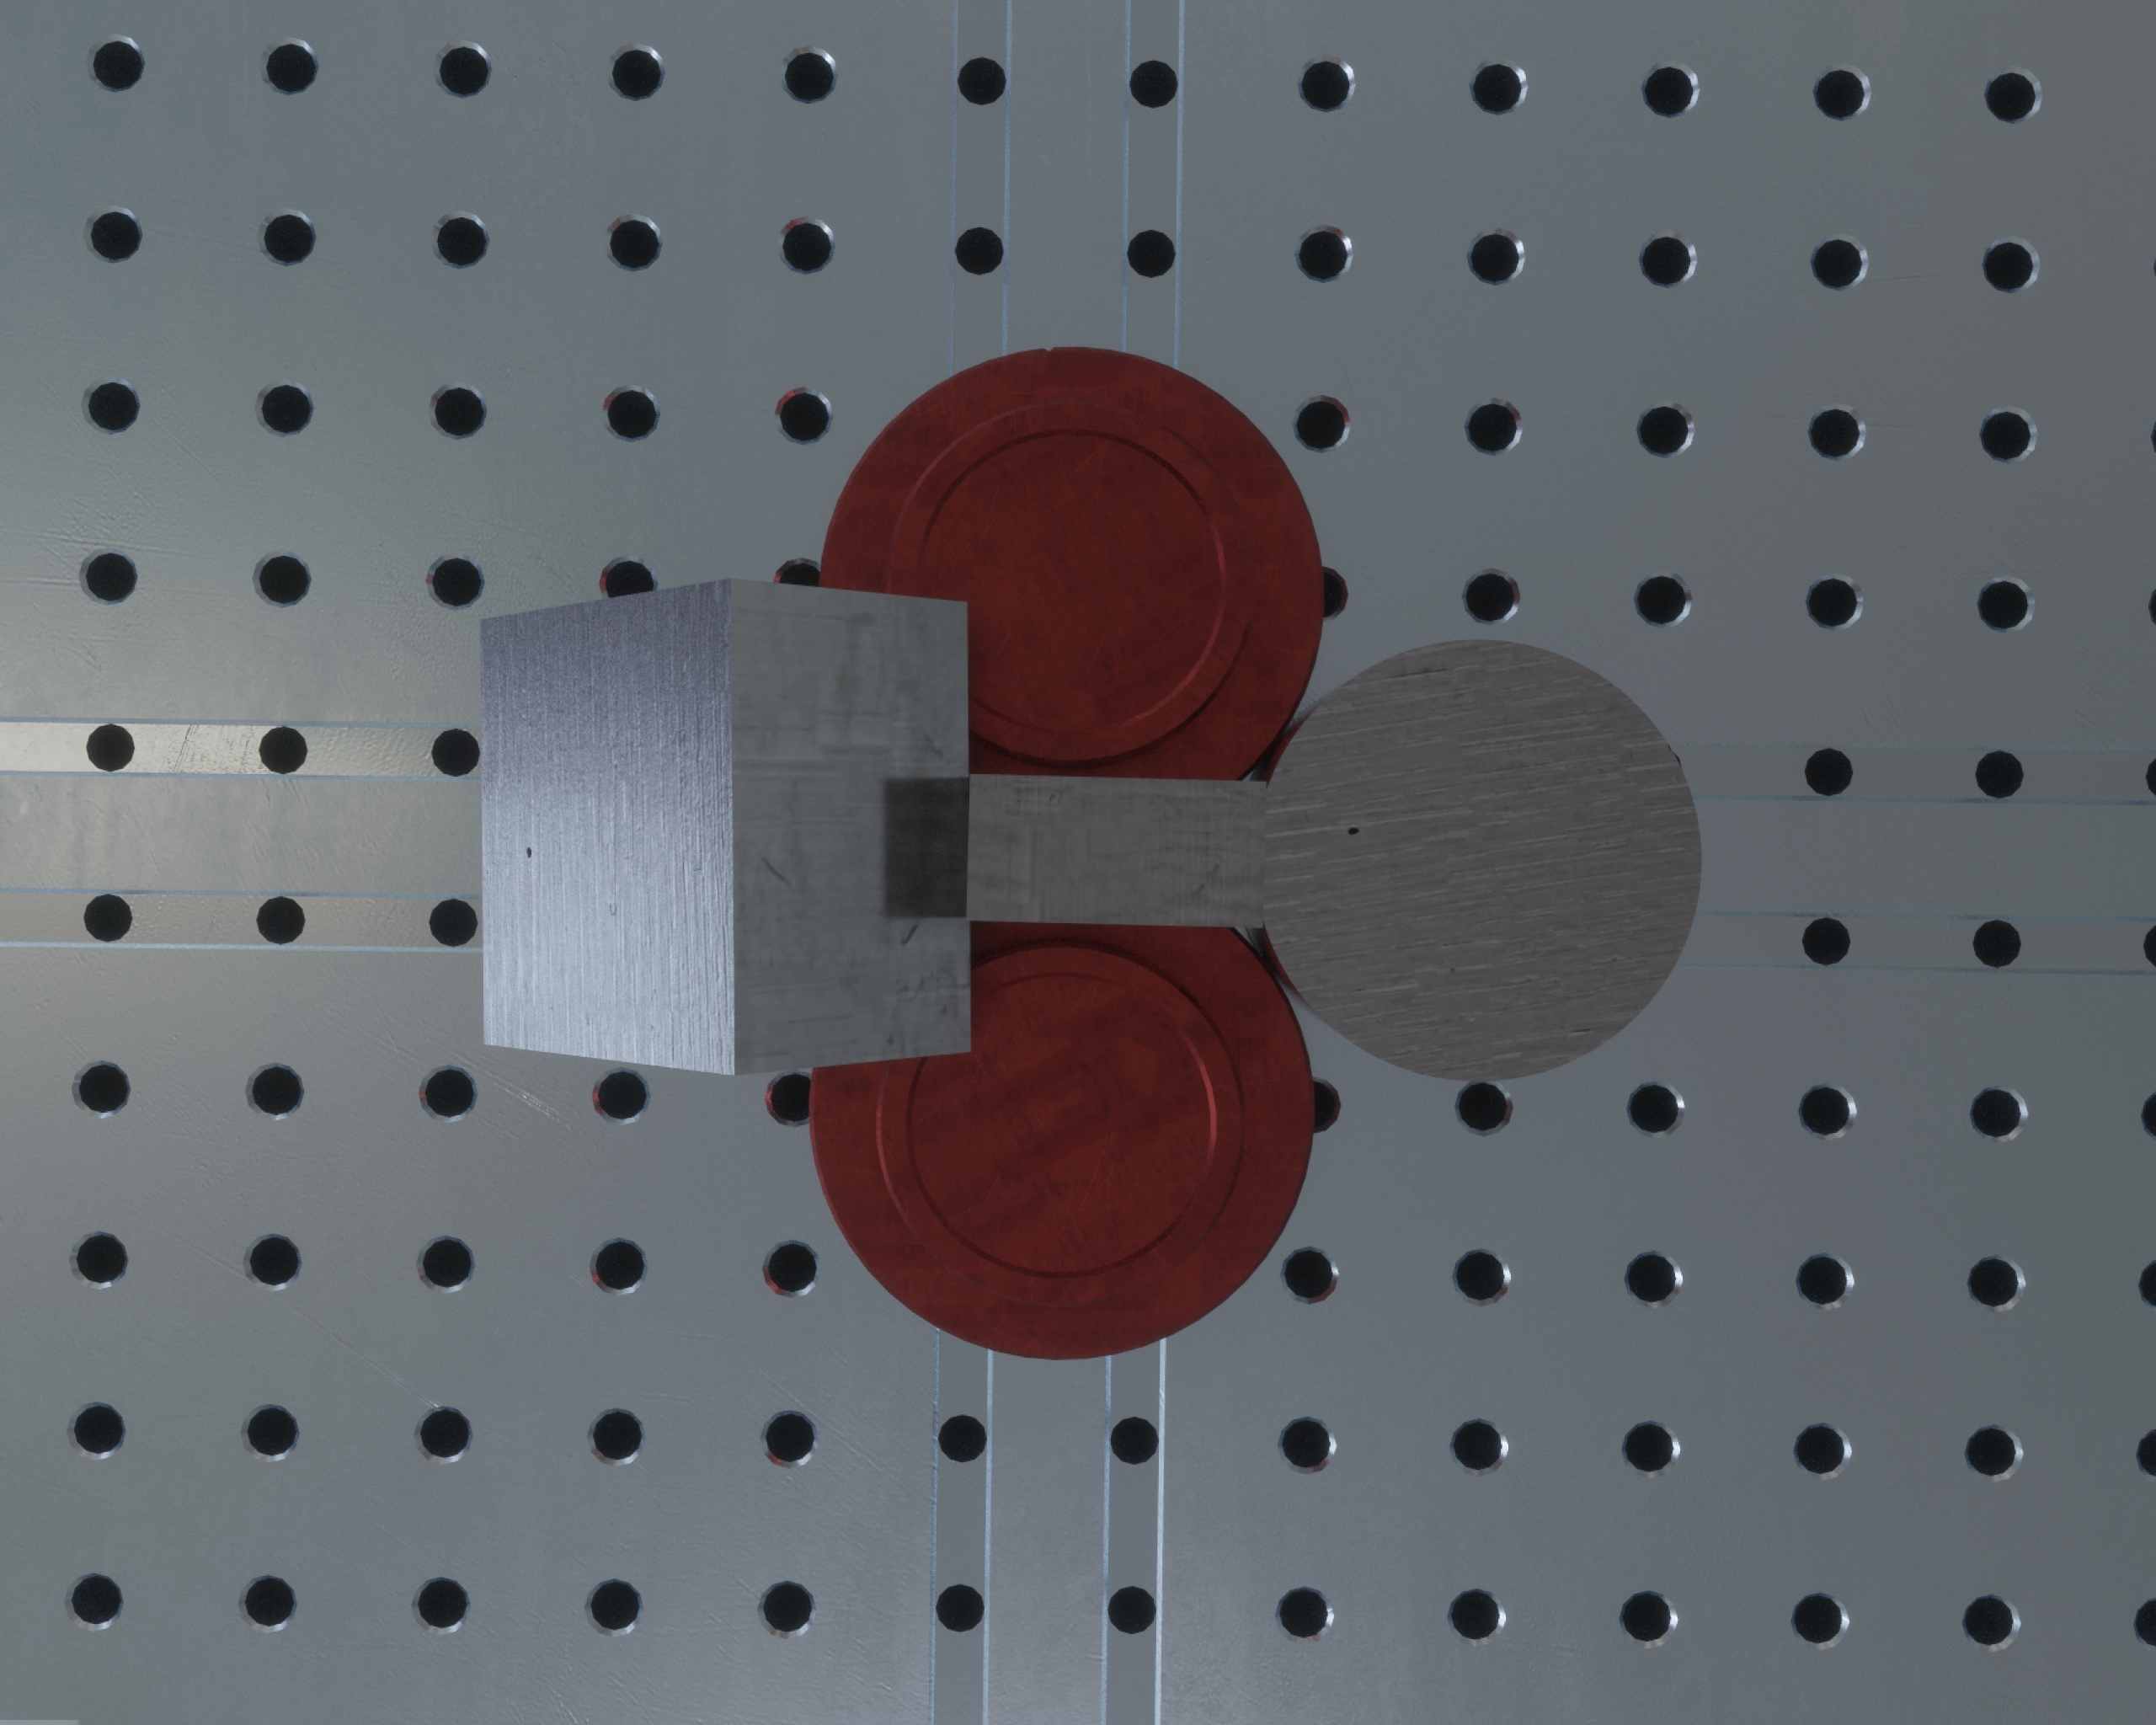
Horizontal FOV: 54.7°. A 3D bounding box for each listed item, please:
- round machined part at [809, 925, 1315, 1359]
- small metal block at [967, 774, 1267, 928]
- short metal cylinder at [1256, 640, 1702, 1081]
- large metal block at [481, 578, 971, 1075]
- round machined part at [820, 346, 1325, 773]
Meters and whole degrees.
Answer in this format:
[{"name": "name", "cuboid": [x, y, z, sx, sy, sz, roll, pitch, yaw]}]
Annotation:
[{"name": "round machined part", "cuboid": [-0.003, 0.048, 0.405, 0.099, 0.042, 0.097, 0, 90, 0]}, {"name": "small metal block", "cuboid": [0.007, -0.002, 0.379, 0.050, 0.050, 0.025, 1, 90, 0]}, {"name": "short metal cylinder", "cuboid": [0.072, -0.001, 0.400, 0.081, 0.050, 0.080, 0, 90, 0]}, {"name": "large metal block", "cuboid": [-0.065, -0.006, 0.380, 0.050, 0.080, 0.080, -1, 90, -45]}, {"name": "round machined part", "cuboid": [-0.001, -0.052, 0.405, 0.099, 0.042, 0.097, 0, 90, 0]}]
